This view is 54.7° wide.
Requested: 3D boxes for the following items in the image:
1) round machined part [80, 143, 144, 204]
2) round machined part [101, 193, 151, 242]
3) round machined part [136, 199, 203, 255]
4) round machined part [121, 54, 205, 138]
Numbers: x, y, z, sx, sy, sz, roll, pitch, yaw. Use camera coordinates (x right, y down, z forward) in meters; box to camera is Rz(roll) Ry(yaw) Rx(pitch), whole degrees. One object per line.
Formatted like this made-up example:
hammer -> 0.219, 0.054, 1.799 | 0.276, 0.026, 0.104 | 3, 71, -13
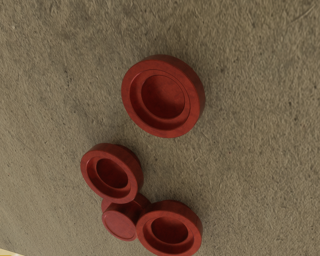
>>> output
round machined part -> -0.068, 0.064, 0.471 | 0.098, 0.042, 0.097 | 13, 124, 21
round machined part -> -0.058, 0.150, 0.519 | 0.098, 0.042, 0.097 | 13, 124, 21
round machined part -> 0.016, 0.148, 0.470 | 0.098, 0.042, 0.097 | 6, 119, 11
round machined part -> 0.007, -0.040, 0.367 | 0.098, 0.042, 0.097 | 13, 124, 21
